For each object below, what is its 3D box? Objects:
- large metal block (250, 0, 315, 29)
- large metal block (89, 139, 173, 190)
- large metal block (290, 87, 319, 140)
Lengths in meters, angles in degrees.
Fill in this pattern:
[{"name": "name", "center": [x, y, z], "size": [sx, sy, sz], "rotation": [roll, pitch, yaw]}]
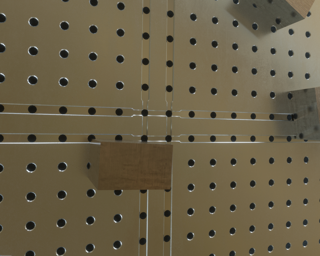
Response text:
[{"name": "large metal block", "center": [0.190, -0.213, 0.468], "size": [0.080, 0.050, 0.080], "rotation": [34, 79, -17]}, {"name": "large metal block", "center": [-0.038, 0.041, 0.369], "size": [0.081, 0.080, 0.050], "rotation": [4, 89, -20]}, {"name": "large metal block", "center": [0.263, -0.027, 0.496], "size": [0.081, 0.050, 0.080], "rotation": [-11, 94, -20]}]
